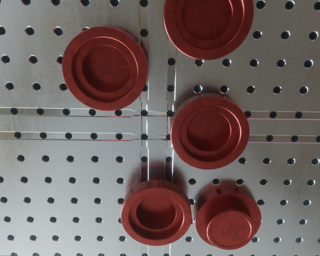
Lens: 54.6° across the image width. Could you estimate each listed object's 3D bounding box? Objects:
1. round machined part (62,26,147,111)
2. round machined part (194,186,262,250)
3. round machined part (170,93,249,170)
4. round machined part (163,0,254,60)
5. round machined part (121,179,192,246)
[{"bbox_3d":[-0.064,-0.073,0.377,0.099,0.042,0.097,0,110,0],"label":"round machined part"},{"bbox_3d":[0.100,0.138,0.456,0.099,0.042,0.097,0,110,0],"label":"round machined part"},{"bbox_3d":[0.062,0.002,0.405,0.099,0.042,0.097,0,110,0],"label":"round machined part"},{"bbox_3d":[0.053,-0.130,0.357,0.099,0.042,0.097,0,110,0],"label":"round machined part"},{"bbox_3d":[-0.005,0.117,0.447,0.099,0.042,0.097,0,110,0],"label":"round machined part"}]
